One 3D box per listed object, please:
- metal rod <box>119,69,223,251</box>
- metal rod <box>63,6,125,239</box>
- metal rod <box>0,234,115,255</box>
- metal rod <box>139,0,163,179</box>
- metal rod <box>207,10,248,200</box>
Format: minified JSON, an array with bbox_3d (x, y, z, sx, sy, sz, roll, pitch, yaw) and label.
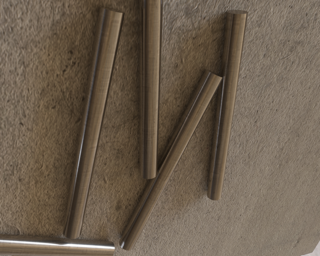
[{"bbox_3d":[0.009,0.057,0.446,0.025,0.025,0.298,13,112,-34],"label":"metal rod"},{"bbox_3d":[-0.084,0.013,0.368,0.025,0.025,0.298,1,118,-29],"label":"metal rod"},{"bbox_3d":[-0.193,0.148,0.392,0.302,0.025,0.025,20,108,-36],"label":"metal rod"},{"bbox_3d":[-0.012,-0.064,0.360,0.025,0.025,0.298,-12,124,-22],"label":"metal rod"},{"bbox_3d":[0.093,-0.012,0.449,0.025,0.025,0.298,-14,124,-21],"label":"metal rod"}]
